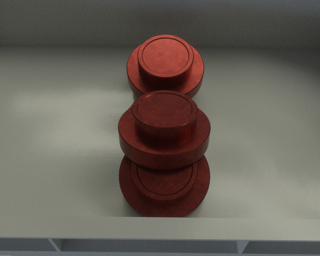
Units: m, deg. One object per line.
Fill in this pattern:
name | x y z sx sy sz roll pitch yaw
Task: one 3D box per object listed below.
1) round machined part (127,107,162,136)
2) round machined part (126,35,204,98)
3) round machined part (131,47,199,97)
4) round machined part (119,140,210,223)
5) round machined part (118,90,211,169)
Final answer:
round machined part | 0.003 -0.013 0.403 0.099 0.042 0.098 0 49 0
round machined part | 0.007 -0.078 0.391 0.099 0.042 0.098 0 62 0
round machined part | 0.007 -0.086 0.450 0.099 0.042 0.098 0 34 0
round machined part | 0.005 0.049 0.333 0.099 0.042 0.098 0 65 0
round machined part | 0.005 -0.005 0.330 0.099 0.042 0.098 0 39 0
